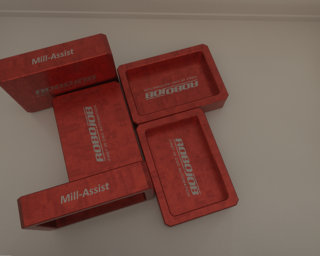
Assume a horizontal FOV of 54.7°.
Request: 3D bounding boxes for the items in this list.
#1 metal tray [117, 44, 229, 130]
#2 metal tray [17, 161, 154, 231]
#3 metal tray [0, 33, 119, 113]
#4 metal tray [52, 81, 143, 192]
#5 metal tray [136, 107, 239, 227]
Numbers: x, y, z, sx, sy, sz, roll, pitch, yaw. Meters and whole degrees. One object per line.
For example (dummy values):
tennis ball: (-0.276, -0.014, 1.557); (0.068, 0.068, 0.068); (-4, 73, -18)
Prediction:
metal tray: (0.016, -0.057, 0.426); (0.131, 0.030, 0.090); (-16, 71, -6)
metal tray: (-0.073, 0.078, 0.343); (0.131, 0.090, 0.030); (-16, 71, -6)
metal tray: (-0.122, -0.066, 0.394); (0.131, 0.090, 0.030); (-17, 71, -7)
metal tray: (-0.079, 0.011, 0.399); (0.091, 0.030, 0.130); (-16, 71, -6)
metal tray: (0.031, 0.047, 0.388); (0.091, 0.030, 0.130); (-16, 71, -6)
